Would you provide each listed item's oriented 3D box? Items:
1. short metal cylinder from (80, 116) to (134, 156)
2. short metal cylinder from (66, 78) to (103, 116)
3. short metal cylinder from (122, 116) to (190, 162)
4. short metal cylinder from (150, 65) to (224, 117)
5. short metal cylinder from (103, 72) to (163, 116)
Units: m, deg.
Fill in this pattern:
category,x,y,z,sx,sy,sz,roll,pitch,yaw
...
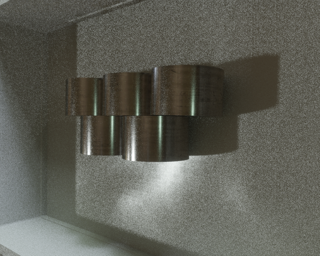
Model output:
category,x,y,z,sx,sy,sz,roll,pitch,yaw
short metal cylinder,-0.068,0.009,0.425,0.080,0.081,0.050,1,91,40
short metal cylinder,-0.094,-0.042,0.447,0.080,0.081,0.050,1,91,40
short metal cylinder,-0.005,0.011,0.373,0.080,0.081,0.050,1,91,40
short metal cylinder,0.030,-0.038,0.344,0.080,0.081,0.050,3,92,40
short metal cylinder,-0.032,-0.040,0.395,0.080,0.081,0.050,1,91,40
